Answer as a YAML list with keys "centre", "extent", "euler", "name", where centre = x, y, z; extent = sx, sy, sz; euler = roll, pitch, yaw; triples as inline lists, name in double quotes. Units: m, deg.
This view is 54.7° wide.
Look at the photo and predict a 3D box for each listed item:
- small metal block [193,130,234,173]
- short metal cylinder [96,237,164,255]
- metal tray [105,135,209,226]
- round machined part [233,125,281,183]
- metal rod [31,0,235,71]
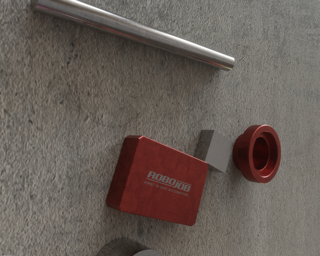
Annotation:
- centre: [0.082, 0.036, 0.473]
  extent: [0.050, 0.025, 0.050]
  euler: [31, 71, -36]
  name: "small metal block"
- centre: [-0.036, 0.174, 0.359]
  extent: [0.081, 0.050, 0.080]
  euler: [0, 90, -40]
  name: "short metal cylinder"
- centre: [0.002, 0.071, 0.403]
  extent: [0.131, 0.030, 0.090]
  euler: [25, 74, -37]
  name: "metal tray"
- centre: [0.162, 0.043, 0.529]
  extent: [0.099, 0.042, 0.097]
  euler: [0, 90, -40]
  name: "round machined part"
- centre: [-0.006, -0.115, 0.398]
  extent: [0.302, 0.025, 0.025]
  euler: [6, 86, -40]
  name: "metal rod"
